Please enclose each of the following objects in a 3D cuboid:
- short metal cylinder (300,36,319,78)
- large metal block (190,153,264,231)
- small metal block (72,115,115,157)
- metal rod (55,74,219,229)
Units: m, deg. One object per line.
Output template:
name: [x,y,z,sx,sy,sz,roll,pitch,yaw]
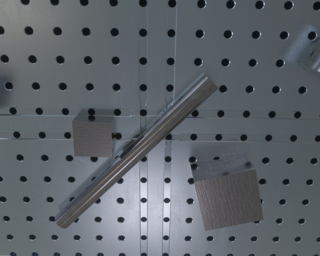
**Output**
short metal cylinder: [0.214,-0.076,0.358,0.080,0.080,0.050,27,108,-10]
large metal block: [0.092,0.089,0.434,0.080,0.050,0.080,-13,110,4]
small metal block: [-0.088,0.011,0.417,0.050,0.025,0.050,2,110,-1]
metal rod: [-0.041,0.040,0.427,0.299,0.025,0.025,-43,105,14]
